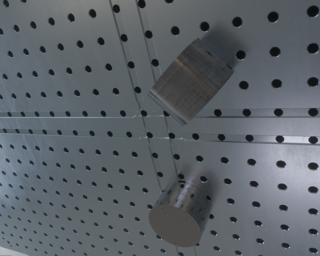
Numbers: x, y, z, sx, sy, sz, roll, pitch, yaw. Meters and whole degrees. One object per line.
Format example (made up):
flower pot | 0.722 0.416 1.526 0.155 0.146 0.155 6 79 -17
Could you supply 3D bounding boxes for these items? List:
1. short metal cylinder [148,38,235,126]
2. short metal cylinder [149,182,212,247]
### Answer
short metal cylinder | 0.032 -0.048 0.329 0.050 0.080 0.080 42 129 -1
short metal cylinder | 0.031 0.128 0.458 0.080 0.050 0.079 13 124 21
